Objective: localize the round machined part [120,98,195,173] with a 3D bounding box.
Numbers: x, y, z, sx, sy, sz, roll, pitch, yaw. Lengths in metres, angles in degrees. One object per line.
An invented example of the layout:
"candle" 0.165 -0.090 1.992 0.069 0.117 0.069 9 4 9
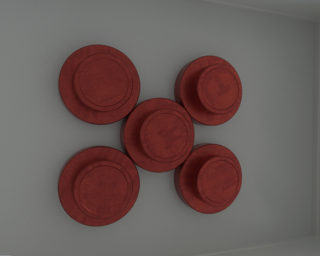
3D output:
"round machined part" 0.001 0.009 0.401 0.099 0.042 0.097 0 90 -21

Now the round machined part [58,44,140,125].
"round machined part" -0.071 -0.053 0.374 0.099 0.042 0.097 0 90 -21

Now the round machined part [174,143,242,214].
"round machined part" 0.073 0.071 0.429 0.099 0.042 0.097 0 90 -21

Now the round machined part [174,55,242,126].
"round machined part" 0.073 -0.052 0.428 0.099 0.042 0.097 0 90 -21

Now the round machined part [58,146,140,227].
"round machined part" -0.071 0.071 0.375 0.099 0.042 0.097 0 90 -21
